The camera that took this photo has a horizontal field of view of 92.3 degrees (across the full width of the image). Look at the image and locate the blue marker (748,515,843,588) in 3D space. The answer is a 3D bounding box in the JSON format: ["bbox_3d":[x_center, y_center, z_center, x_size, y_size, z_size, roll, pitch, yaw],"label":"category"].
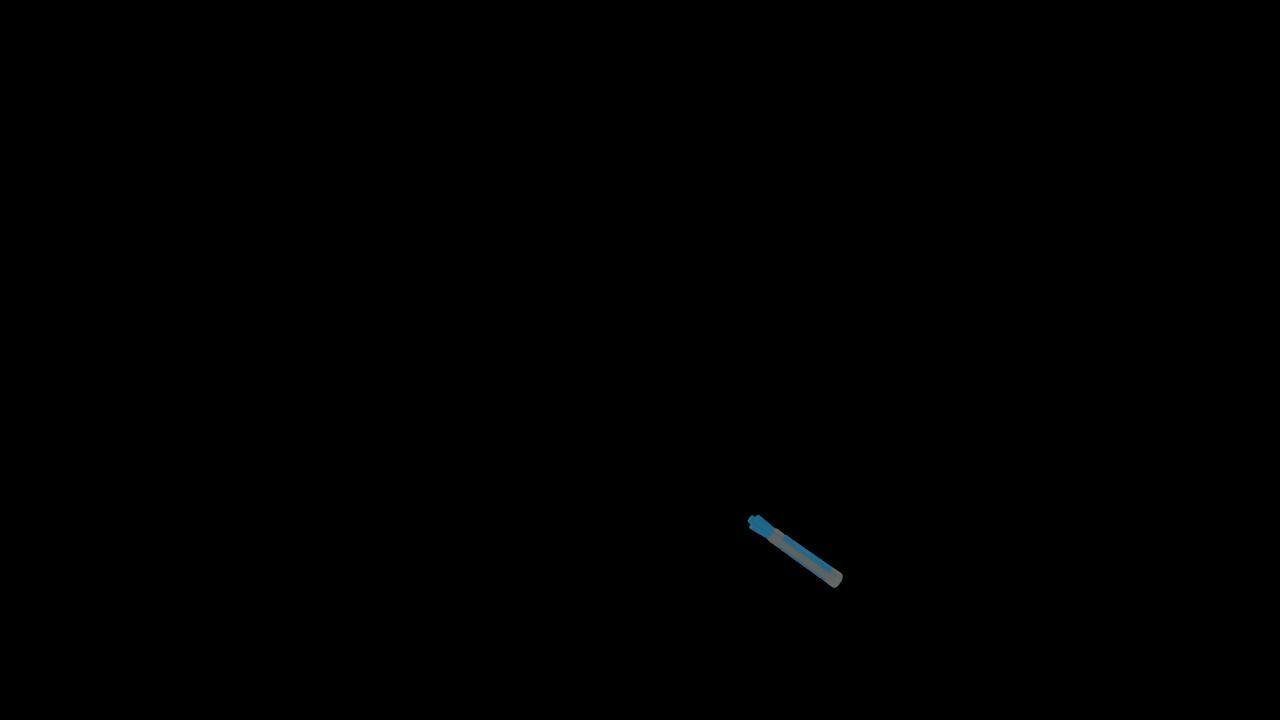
[{"bbox_3d":[0.174,0.215,0.698,0.121,0.020,0.020,35,2,2],"label":"blue marker"}]
